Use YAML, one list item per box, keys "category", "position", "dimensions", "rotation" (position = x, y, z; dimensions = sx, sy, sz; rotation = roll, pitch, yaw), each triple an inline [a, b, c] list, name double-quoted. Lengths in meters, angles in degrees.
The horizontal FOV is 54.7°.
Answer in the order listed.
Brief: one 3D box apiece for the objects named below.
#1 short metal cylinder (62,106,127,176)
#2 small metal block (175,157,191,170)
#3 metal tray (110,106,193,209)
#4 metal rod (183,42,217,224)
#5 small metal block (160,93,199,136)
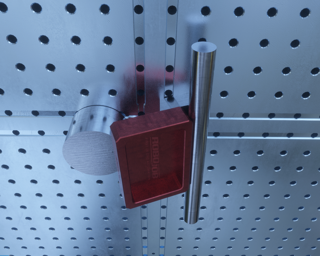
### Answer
- category: "short metal cylinder"
  position: [-0.082, 0.017, 0.408]
  dimensions: [0.081, 0.050, 0.079]
  rotation: [0, 130, 0]
- category: "small metal block"
  position: [0.020, 0.052, 0.455]
  dimensions: [0.050, 0.025, 0.050]
  rotation: [32, 123, -25]
- category: "metal tray"
  position: [-0.008, 0.041, 0.391]
  dimensions: [0.091, 0.030, 0.129]
  rotation: [-14, 132, -14]
- category: "metal rod"
  position: [0.047, 0.032, 0.406]
  dimensions: [0.025, 0.025, 0.298]
  rotation: [-1, 130, 0]
- category: "small metal block"
  position: [0.031, -0.015, 0.399]
  dimensions: [0.050, 0.025, 0.050]
  rotation: [-12, 130, 9]
